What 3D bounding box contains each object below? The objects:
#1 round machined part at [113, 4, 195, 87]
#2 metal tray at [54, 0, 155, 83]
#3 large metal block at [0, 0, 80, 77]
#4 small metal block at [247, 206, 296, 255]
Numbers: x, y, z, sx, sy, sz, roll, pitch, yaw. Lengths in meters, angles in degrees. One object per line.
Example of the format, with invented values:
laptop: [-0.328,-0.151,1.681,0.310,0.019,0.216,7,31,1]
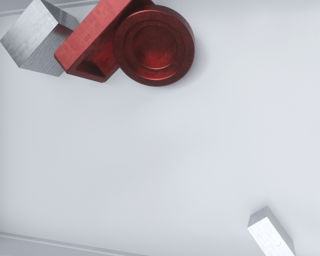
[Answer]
round machined part: [-0.005,-0.104,0.386,0.099,0.042,0.097,4,129,6]
metal tray: [-0.060,-0.118,0.395,0.130,0.090,0.030,-42,77,15]
large metal block: [-0.156,-0.123,0.435,0.080,0.080,0.050,-42,77,15]
small metal block: [0.127,0.122,0.352,0.025,0.050,0.050,-37,79,16]
